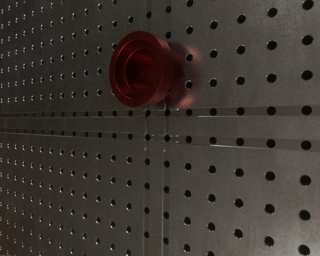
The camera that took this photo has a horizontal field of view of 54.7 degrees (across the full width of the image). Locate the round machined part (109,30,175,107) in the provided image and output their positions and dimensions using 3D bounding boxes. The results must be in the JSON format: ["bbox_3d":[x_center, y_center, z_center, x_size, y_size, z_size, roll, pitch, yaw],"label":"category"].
[{"bbox_3d":[-0.019,-0.076,0.412,0.098,0.042,0.097,0,90,39],"label":"round machined part"}]
